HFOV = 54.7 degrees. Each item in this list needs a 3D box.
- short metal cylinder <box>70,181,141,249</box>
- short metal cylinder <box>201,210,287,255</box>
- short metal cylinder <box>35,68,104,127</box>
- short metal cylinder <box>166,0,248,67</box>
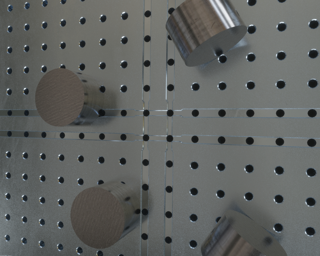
[{"bbox_3d":[-0.074,0.117,0.425,0.080,0.050,0.079,0,90,20],"label":"short metal cylinder"},{"bbox_3d":[0.094,0.139,0.350,0.080,0.080,0.050,35,102,16],"label":"short metal cylinder"},{"bbox_3d":[-0.129,-0.042,0.445,0.080,0.050,0.079,0,90,20],"label":"short metal cylinder"},{"bbox_3d":[0.054,-0.116,0.364,0.080,0.080,0.050,-30,80,17],"label":"short metal cylinder"}]
